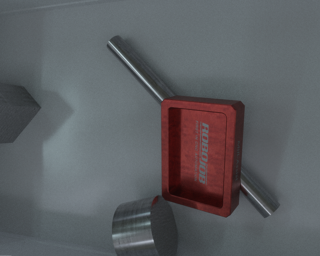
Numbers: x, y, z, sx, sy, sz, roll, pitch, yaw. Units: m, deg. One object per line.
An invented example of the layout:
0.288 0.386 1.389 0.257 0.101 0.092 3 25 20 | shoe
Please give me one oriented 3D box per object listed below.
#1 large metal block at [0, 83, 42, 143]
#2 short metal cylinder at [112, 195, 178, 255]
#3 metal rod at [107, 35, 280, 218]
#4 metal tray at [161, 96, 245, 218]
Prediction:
-0.244 -0.021 0.465 0.080 0.080 0.050 -46 76 14 | large metal block
-0.017 0.129 0.386 0.050 0.080 0.080 -17 85 19 | short metal cylinder
0.034 -0.011 0.397 0.025 0.025 0.300 -45 76 14 | metal rod
0.048 0.031 0.365 0.090 0.030 0.129 8 107 31 | metal tray
